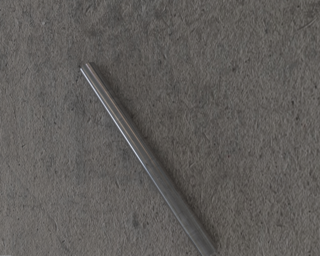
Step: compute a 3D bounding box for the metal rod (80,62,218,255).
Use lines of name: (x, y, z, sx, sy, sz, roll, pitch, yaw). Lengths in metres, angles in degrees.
metal rod: (-0.021, 0.034, 0.416, 0.025, 0.025, 0.299, -38, 78, 16)
